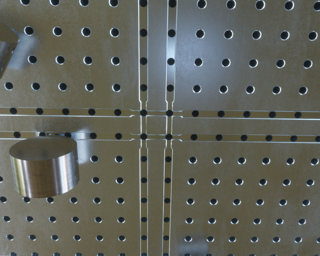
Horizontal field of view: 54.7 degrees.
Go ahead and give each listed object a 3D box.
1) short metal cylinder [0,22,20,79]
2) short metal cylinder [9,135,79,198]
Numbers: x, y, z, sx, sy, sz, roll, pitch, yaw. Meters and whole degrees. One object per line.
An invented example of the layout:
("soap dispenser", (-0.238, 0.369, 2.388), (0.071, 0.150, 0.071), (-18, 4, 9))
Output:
("short metal cylinder", (-0.209, -0.096, 0.347), (0.080, 0.080, 0.050), (31, 107, -11))
("short metal cylinder", (-0.147, 0.047, 0.400), (0.081, 0.080, 0.050), (1, 110, -1))
